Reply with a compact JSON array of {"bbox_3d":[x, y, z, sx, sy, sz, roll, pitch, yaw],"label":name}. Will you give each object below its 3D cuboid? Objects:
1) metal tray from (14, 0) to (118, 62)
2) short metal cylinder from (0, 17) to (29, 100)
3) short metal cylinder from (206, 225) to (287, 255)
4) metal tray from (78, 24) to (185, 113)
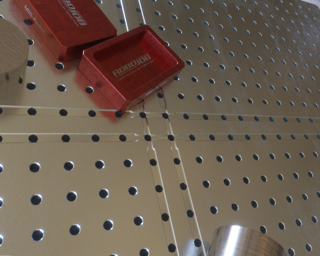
[{"bbox_3d":[-0.133,-0.160,0.431,0.091,0.030,0.130,-30,79,-38],"label":"metal tray"},{"bbox_3d":[-0.188,-0.076,0.337,0.081,0.050,0.080,14,56,-21],"label":"short metal cylinder"},{"bbox_3d":[0.089,0.149,0.330,0.080,0.080,0.050,34,51,-6],"label":"short metal cylinder"},{"bbox_3d":[-0.036,-0.089,0.439,0.090,0.030,0.131,47,51,5],"label":"metal tray"}]
